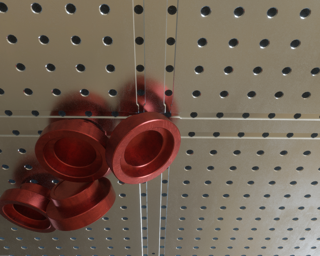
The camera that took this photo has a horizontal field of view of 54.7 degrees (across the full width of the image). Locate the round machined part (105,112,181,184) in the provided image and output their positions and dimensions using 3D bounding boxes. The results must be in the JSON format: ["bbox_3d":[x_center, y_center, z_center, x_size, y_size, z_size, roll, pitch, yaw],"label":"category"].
[{"bbox_3d":[-0.025,0.021,0.400,0.099,0.042,0.097,-20,131,-25],"label":"round machined part"}]

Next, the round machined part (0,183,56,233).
[{"bbox_3d":[-0.202,0.124,0.494,0.098,0.042,0.097,8,136,8],"label":"round machined part"}]

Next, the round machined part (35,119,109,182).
[{"bbox_3d":[-0.112,0.026,0.419,0.099,0.042,0.097,1,130,2],"label":"round machined part"}]

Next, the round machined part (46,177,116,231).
[{"bbox_3d":[-0.118,0.098,0.449,0.098,0.098,0.042,-14,113,11],"label":"round machined part"}]
